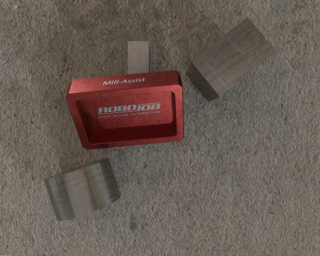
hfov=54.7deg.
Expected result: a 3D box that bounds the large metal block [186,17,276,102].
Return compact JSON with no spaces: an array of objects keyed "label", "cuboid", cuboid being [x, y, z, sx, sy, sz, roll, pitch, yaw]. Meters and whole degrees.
[{"label":"large metal block","cuboid":[0.082,-0.079,0.383,0.080,0.080,0.050,-39,90,0]}]

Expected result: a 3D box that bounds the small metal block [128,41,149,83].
[{"label":"small metal block","cuboid":[-0.026,-0.080,0.397,0.025,0.050,0.050,0,90,0]}]

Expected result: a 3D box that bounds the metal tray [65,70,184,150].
[{"label":"metal tray","cuboid":[-0.038,-0.020,0.381,0.131,0.030,0.089,-5,132,0]}]

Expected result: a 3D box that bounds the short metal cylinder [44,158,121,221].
[{"label":"short metal cylinder","cuboid":[-0.095,0.073,0.382,0.080,0.080,0.050,-18,90,0]}]
